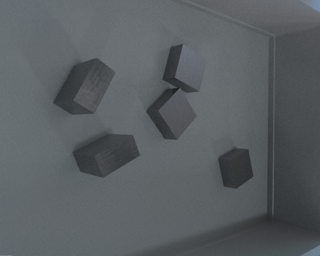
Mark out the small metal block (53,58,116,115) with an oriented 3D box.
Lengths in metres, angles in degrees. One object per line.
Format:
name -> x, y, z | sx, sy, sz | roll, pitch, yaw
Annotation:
small metal block -> -0.080, -0.042, 0.325 | 0.025, 0.050, 0.050 | 36, 68, -35

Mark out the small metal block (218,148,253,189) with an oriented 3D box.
small metal block -> 0.127, 0.066, 0.516 | 0.050, 0.025, 0.050 | -22, 104, -38

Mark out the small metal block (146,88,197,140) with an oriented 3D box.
small metal block -> 0.017, -0.019, 0.423 | 0.050, 0.025, 0.050 | -49, 119, -29

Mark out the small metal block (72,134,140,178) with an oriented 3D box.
small metal block -> -0.059, 0.029, 0.342 | 0.050, 0.050, 0.025 | -30, 109, -36

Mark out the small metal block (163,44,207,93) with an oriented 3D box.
small metal block -> 0.036, -0.083, 0.439 | 0.050, 0.025, 0.050 | 23, 76, -38
